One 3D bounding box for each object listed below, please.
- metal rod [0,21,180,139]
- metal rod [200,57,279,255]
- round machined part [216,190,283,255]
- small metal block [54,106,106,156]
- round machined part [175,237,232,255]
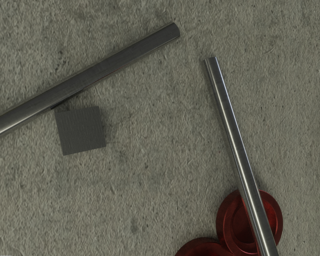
[{"bbox_3d":[-0.101,-0.052,0.371,0.302,0.025,0.025,-33,101,-17],"label":"metal rod"},{"bbox_3d":[0.108,0.048,0.415,0.025,0.025,0.299,-13,82,-20],"label":"metal rod"},{"bbox_3d":[0.122,0.135,0.443,0.099,0.042,0.097,1,86,-20],"label":"round machined part"},{"bbox_3d":[-0.096,0.003,0.374,0.050,0.025,0.050,-12,94,-20],"label":"small metal block"},{"bbox_3d":[0.065,0.206,0.425,0.099,0.042,0.097,0,90,-20],"label":"round machined part"}]
